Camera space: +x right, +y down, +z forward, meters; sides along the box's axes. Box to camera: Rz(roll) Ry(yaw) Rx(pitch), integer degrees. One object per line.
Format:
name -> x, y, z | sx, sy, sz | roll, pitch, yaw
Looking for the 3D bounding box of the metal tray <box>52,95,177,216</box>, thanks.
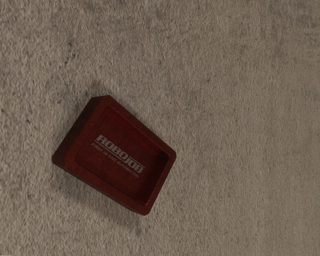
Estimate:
metal tray -> -0.046, 0.034, 0.364 | 0.130, 0.030, 0.090 | 42, 65, -32
